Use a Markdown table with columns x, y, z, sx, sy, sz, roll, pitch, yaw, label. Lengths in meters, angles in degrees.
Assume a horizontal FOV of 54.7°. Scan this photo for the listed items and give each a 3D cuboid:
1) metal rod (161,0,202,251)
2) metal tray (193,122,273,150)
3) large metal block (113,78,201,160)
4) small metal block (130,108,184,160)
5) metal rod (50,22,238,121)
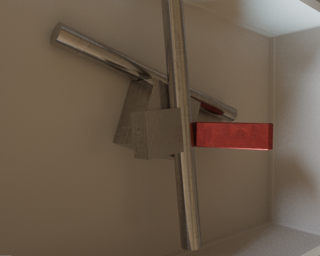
| x | y | z | sx | sy | sz | roll | pitch | yaw | label |
| --- | --- | --- | --- | --- | --- | --- | --- | --- | --- |
| 0.026 | -0.006 | 0.363 | 0.025 | 0.025 | 0.298 | -8 | 96 | -40 | metal rod |
| 0.102 | 0.009 | 0.416 | 0.130 | 0.090 | 0.030 | 1 | 90 | -72 | metal tray |
| -0.002 | -0.008 | 0.389 | 0.080 | 0.050 | 0.080 | 23 | 76 | -38 | large metal block |
| -0.003 | 0.005 | 0.339 | 0.050 | 0.025 | 0.050 | -9 | 95 | -40 | small metal block |
| 0.005 | -0.059 | 0.411 | 0.302 | 0.025 | 0.025 | 19 | 78 | -39 | metal rod |
